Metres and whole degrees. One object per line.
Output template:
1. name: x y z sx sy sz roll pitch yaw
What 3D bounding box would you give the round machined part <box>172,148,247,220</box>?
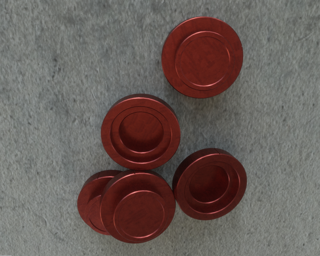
1. round machined part: 0.063 0.072 0.421 0.099 0.042 0.097 -5 109 -13

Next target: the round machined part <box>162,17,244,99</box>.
1. round machined part: 0.051 -0.082 0.371 0.099 0.042 0.097 0 110 -1

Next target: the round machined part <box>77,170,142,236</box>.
1. round machined part: -0.069 0.112 0.441 0.099 0.042 0.097 0 110 -1

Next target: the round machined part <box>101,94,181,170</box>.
1. round machined part: -0.024 0.002 0.401 0.099 0.042 0.097 0 110 -1

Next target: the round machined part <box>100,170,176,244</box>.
1. round machined part: -0.027 0.104 0.398 0.099 0.042 0.097 -3 101 -13
